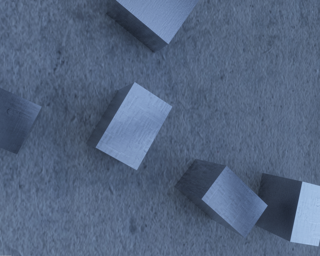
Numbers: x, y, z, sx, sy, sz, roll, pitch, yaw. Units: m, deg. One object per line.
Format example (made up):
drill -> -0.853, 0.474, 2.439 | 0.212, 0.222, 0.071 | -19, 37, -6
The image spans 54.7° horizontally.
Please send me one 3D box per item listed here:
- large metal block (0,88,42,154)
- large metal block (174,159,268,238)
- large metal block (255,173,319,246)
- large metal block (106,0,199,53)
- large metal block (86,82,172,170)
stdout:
large metal block -> -0.171, -0.015, 0.317 | 0.080, 0.080, 0.050 | 27, 81, -19
large metal block -> 0.078, 0.089, 0.410 | 0.080, 0.080, 0.050 | 43, 76, -15
large metal block -> 0.188, 0.115, 0.451 | 0.050, 0.080, 0.080 | 16, 85, -20
large metal block -> -0.008, -0.157, 0.393 | 0.080, 0.050, 0.080 | 36, 78, -17
large metal block -> -0.040, -0.002, 0.366 | 0.050, 0.080, 0.080 | 32, 79, -18
